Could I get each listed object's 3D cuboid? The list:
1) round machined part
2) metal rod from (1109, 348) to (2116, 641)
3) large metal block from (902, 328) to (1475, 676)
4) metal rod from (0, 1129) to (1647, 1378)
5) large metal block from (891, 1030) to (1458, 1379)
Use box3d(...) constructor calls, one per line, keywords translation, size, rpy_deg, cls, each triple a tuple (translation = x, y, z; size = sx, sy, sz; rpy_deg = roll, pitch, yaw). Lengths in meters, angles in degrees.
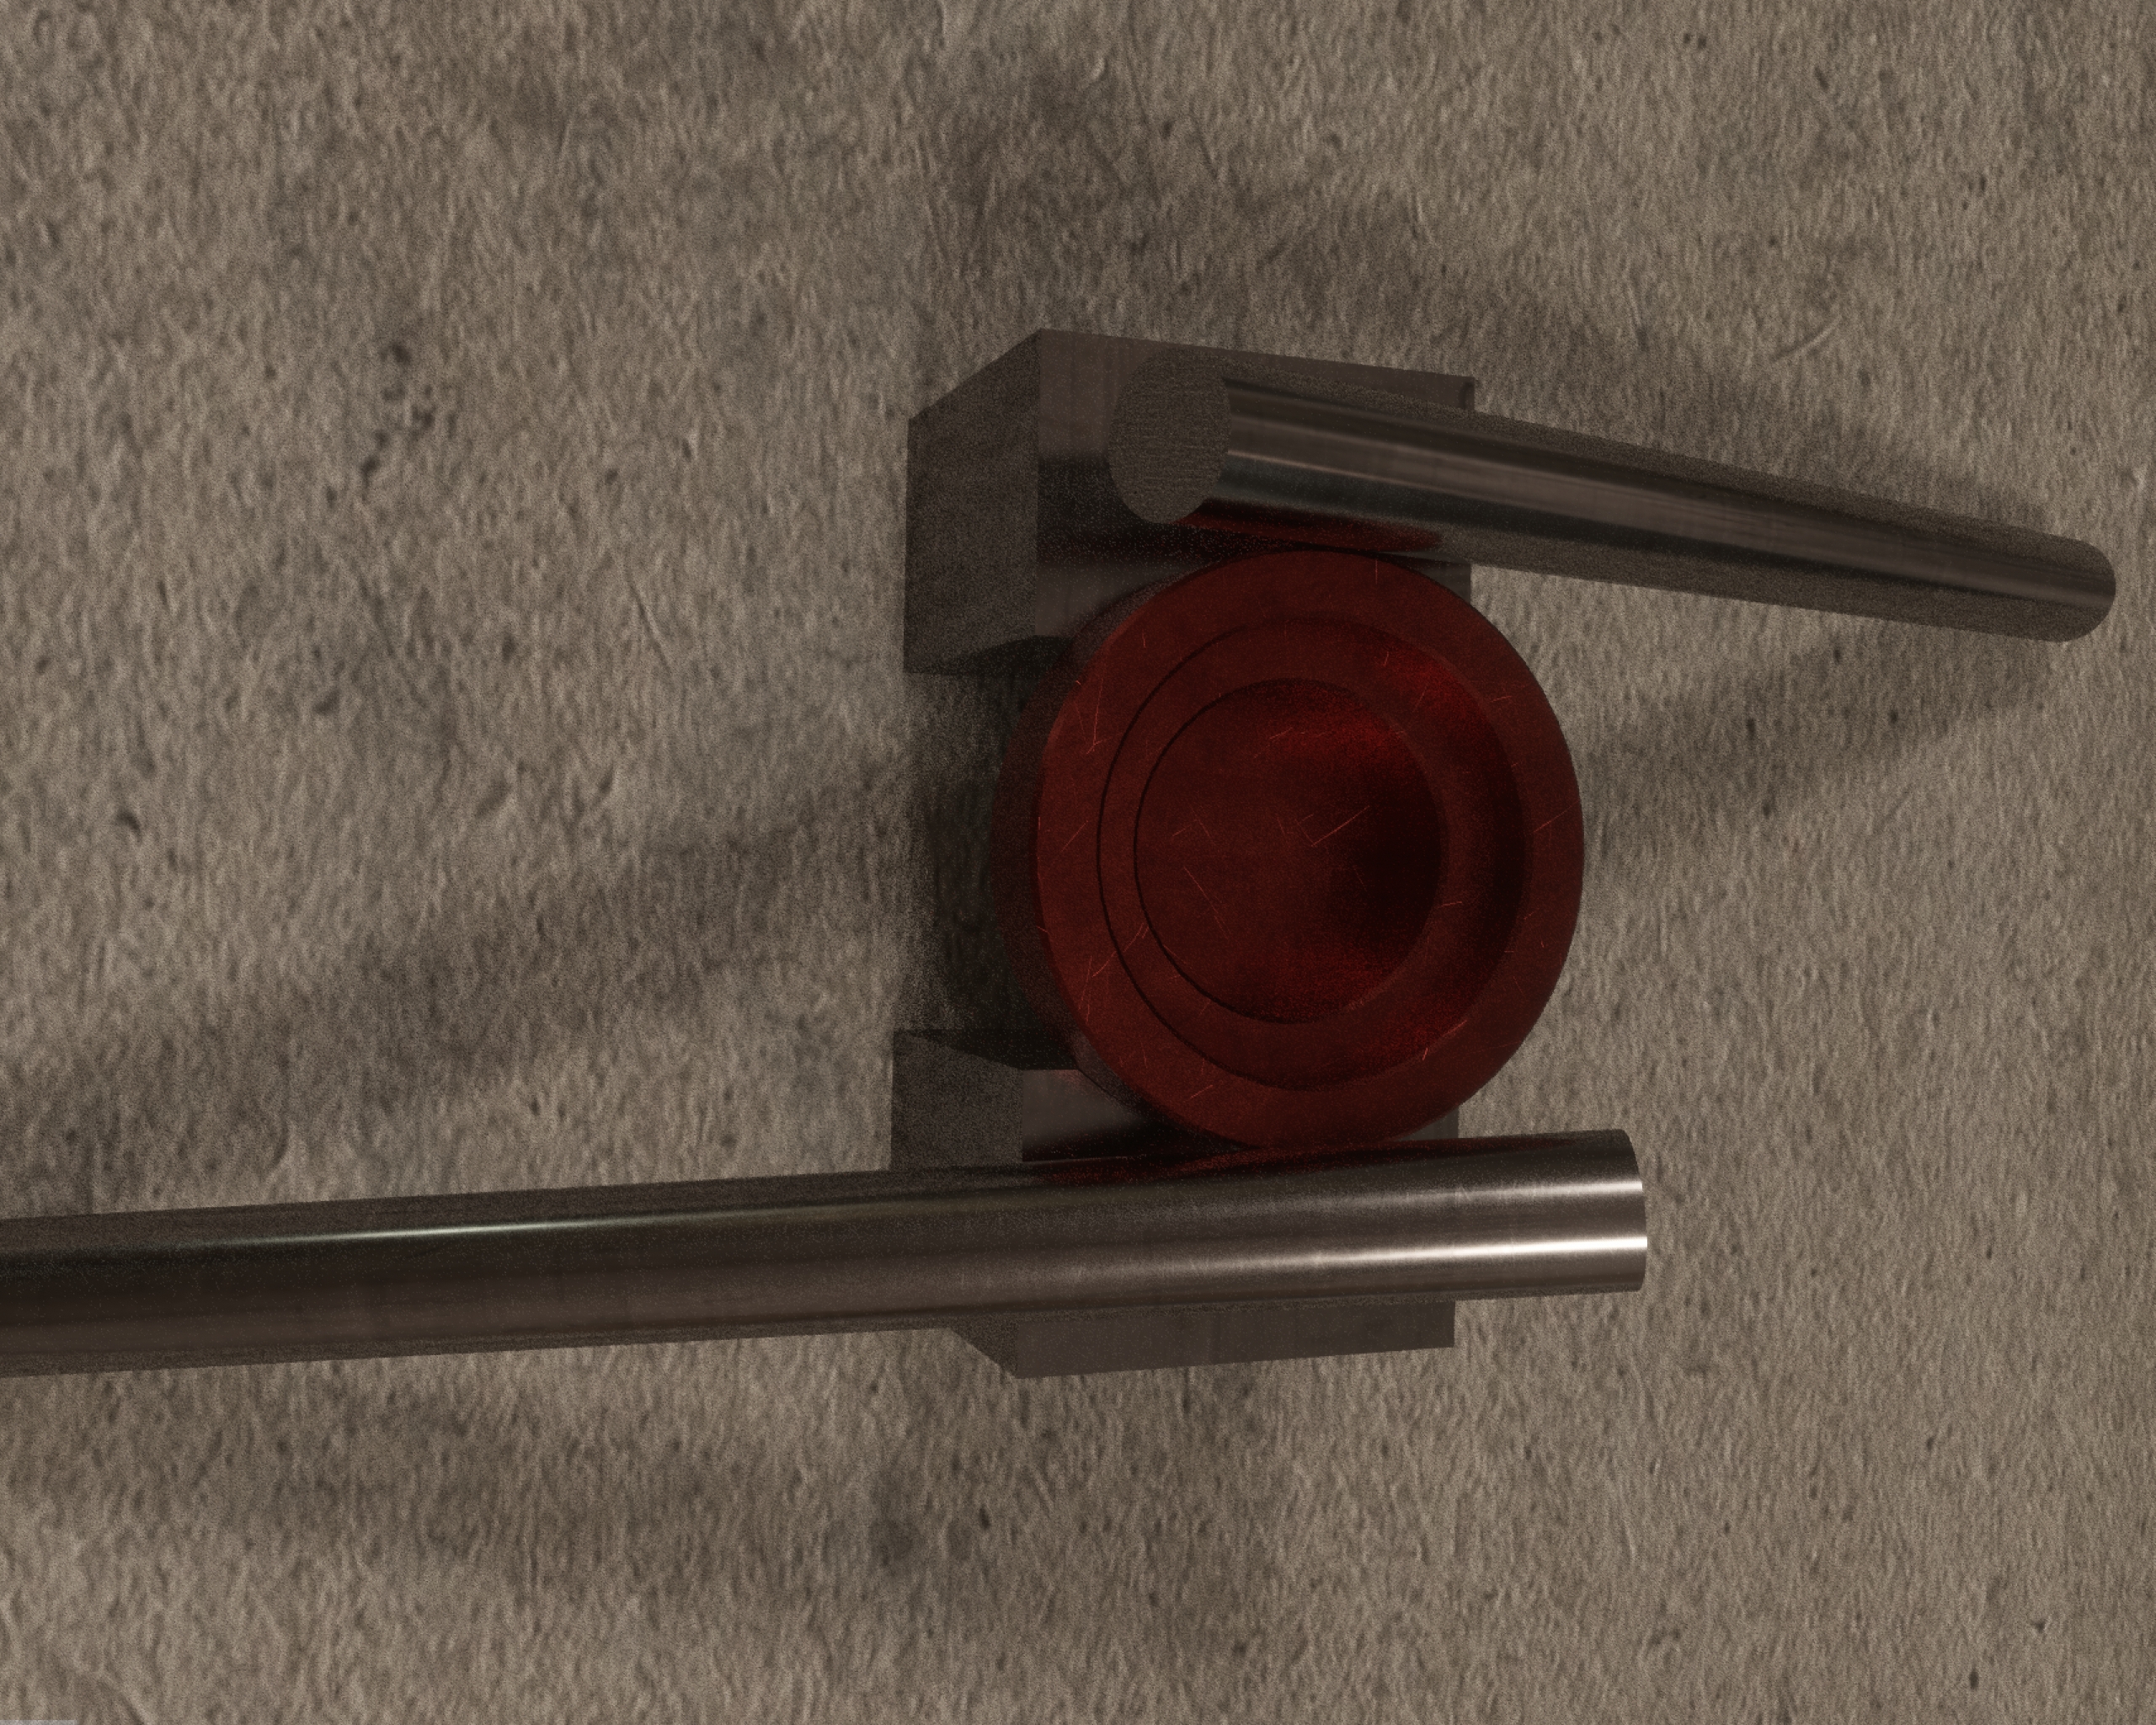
box3d(translation=(0.032, -0.002, 0.351), size=(0.099, 0.042, 0.097), rpy_deg=(0, 90, -21), cls="round machined part")
box3d(translation=(0.125, -0.063, 0.401), size=(0.302, 0.025, 0.025), rpy_deg=(-1, 91, -42), cls="metal rod")
box3d(translation=(0.017, -0.061, 0.388), size=(0.081, 0.080, 0.050), rpy_deg=(1, 90, -20), cls="large metal block")
box3d(translation=(-0.066, 0.063, 0.328), size=(0.302, 0.025, 0.025), rpy_deg=(-4, 92, 2), cls="metal rod")
box3d(translation=(0.015, 0.059, 0.387), size=(0.081, 0.080, 0.050), rpy_deg=(1, 90, -20), cls="large metal block")
